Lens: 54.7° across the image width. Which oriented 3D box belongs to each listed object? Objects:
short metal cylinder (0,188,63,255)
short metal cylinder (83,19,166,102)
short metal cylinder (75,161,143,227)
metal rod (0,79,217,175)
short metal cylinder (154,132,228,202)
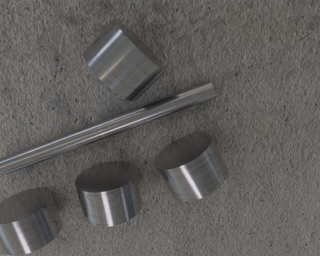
[{"bbox_3d":[-0.182,0.126,0.425,0.080,0.080,0.050,-11,110,4],"label":"short metal cylinder"},{"bbox_3d":[-0.039,-0.076,0.352,0.080,0.080,0.050,43,105,-14],"label":"short metal cylinder"},{"bbox_3d":[-0.066,0.085,0.411,0.080,0.080,0.050,-7,110,2],"label":"short metal cylinder"},{"bbox_3d":[-0.073,0.001,0.409,0.301,0.025,0.025,-20,109,7],"label":"metal rod"},{"bbox_3d":[0.040,0.048,0.399,0.080,0.080,0.050,-26,108,9],"label":"short metal cylinder"}]
